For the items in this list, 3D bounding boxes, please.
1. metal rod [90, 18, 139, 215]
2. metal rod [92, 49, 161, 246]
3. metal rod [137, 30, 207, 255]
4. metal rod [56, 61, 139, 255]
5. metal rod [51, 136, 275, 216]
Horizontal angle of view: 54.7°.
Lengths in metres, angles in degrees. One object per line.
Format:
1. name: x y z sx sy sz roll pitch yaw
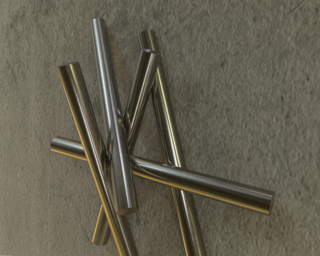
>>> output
1. metal rod: -0.066 -0.036 0.408 0.025 0.025 0.299 -36 53 34
2. metal rod: -0.052 0.041 0.426 0.025 0.025 0.298 33 116 35
3. metal rod: 0.013 0.018 0.392 0.025 0.025 0.299 -20 77 38
4. metal rod: -0.067 0.068 0.384 0.025 0.025 0.298 4 116 39
5. metal rod: -0.019 0.049 0.377 0.300 0.025 0.025 11 97 28
